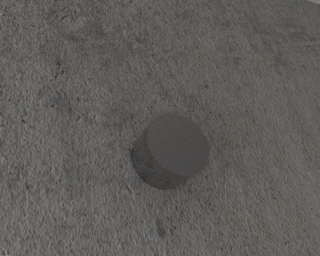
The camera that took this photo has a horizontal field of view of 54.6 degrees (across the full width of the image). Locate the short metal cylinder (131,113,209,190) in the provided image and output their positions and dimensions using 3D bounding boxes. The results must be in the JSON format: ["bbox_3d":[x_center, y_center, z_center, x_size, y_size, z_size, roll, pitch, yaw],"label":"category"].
[{"bbox_3d":[0.012,0.029,0.376,0.081,0.050,0.080,13,56,-21],"label":"short metal cylinder"}]
